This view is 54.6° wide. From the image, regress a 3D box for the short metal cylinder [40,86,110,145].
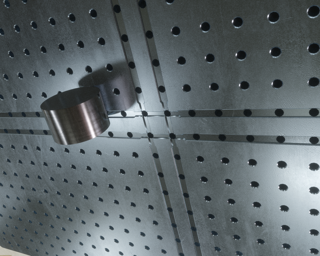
[{"bbox_3d":[-0.114,-0.019,0.425,0.080,0.080,0.050,2,119,27],"label":"short metal cylinder"}]
